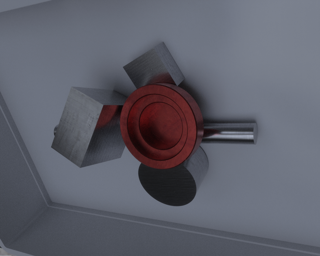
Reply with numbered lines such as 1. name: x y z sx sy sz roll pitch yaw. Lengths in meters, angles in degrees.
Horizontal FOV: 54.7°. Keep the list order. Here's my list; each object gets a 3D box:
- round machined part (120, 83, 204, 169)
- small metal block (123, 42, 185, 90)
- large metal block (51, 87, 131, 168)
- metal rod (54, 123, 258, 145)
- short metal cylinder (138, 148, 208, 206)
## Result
1. round machined part: 0.005 -0.004 0.364 0.098 0.042 0.097 6 104 27
2. small metal block: -0.007 -0.066 0.369 0.050 0.025 0.050 -23 107 36
3. large metal block: -0.078 -0.003 0.390 0.050 0.080 0.079 30 106 23
4. metal rod: -0.025 0.006 0.420 0.300 0.025 0.025 0 119 27
5. short metal cylinder: 0.018 0.057 0.413 0.080 0.050 0.079 13 124 20
